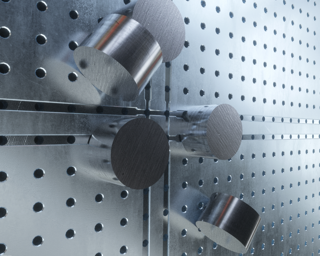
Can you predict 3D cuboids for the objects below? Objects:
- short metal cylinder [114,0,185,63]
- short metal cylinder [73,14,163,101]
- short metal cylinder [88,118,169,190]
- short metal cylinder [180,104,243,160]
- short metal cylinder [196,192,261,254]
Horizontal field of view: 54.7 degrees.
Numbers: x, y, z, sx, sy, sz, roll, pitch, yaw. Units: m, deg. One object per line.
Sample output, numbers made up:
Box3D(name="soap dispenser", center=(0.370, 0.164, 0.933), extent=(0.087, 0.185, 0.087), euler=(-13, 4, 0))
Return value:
Box3D(name="short metal cylinder", center=(-0.015, -0.117, 0.379), extent=(0.081, 0.050, 0.079), euler=(0, 90, -40))
Box3D(name="short metal cylinder", center=(-0.045, -0.074, 0.335), extent=(0.080, 0.080, 0.050), euler=(47, 62, -30))
Box3D(name="short metal cylinder", center=(-0.036, 0.028, 0.363), extent=(0.081, 0.050, 0.079), euler=(0, 91, -40))
Box3D(name="short metal cylinder", center=(0.077, 0.005, 0.457), extent=(0.081, 0.050, 0.079), euler=(0, 90, -40))
Box3D(name="short metal cylinder", center=(0.100, 0.140, 0.457), extent=(0.080, 0.080, 0.050), euler=(51, 60, -28))
